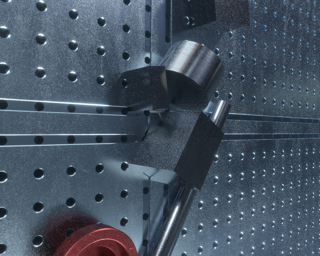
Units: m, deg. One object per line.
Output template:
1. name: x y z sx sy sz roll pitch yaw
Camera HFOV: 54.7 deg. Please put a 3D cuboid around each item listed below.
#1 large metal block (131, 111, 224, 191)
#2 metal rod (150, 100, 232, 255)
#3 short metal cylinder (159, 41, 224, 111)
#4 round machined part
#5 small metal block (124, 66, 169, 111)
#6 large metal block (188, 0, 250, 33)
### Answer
1. large metal block: 0.022 0.026 0.392 0.050 0.080 0.080 41 65 -33
2. metal rod: 0.040 0.089 0.442 0.025 0.025 0.300 40 66 -33
3. short metal cylinder: 0.036 -0.066 0.403 0.080 0.080 0.050 44 64 -31
4. round machined part: -0.075 0.153 0.335 0.099 0.042 0.097 0 90 -40
5. small metal block: -0.017 -0.047 0.378 0.025 0.050 0.050 -10 97 -40
6. large metal block: 0.088 -0.192 0.466 0.081 0.050 0.079 -10 96 -40
